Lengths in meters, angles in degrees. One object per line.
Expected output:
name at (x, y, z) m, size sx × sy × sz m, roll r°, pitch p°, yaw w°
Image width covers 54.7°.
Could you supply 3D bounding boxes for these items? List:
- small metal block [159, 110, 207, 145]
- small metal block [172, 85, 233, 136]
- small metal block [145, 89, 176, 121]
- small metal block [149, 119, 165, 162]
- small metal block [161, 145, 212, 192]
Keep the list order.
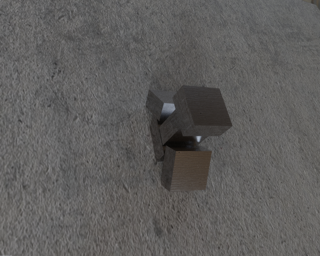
small metal block at (0.034, -0.001, 0.377) m, size 0.050 × 0.050 × 0.025 m, roll 2°, pitch 61°, yaw -28°
small metal block at (0.047, -0.019, 0.347) m, size 0.050 × 0.025 × 0.050 m, roll 1°, pitch 61°, yaw -28°
small metal block at (0.015, -0.030, 0.417) m, size 0.050 × 0.025 × 0.050 m, roll 2°, pitch 25°, yaw -27°
small metal block at (0.018, 0.017, 0.407) m, size 0.050 × 0.025 × 0.050 m, roll 2°, pitch 61°, yaw -27°
small metal block at (0.032, 0.049, 0.378) m, size 0.050 × 0.025 × 0.050 m, roll 2°, pitch 101°, yaw -28°
